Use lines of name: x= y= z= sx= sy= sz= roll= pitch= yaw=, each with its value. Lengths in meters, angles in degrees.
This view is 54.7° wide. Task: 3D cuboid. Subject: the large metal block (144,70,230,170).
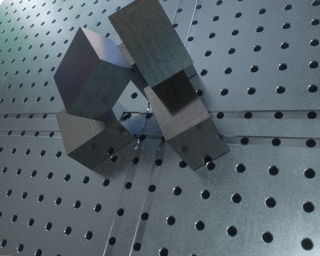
large metal block: x=0.032 y=-0.009 z=0.359 sx=0.050 sy=0.080 sz=0.080 roll=-30 pitch=52 yaw=9

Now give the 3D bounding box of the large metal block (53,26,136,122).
large metal block: x=-0.086 y=-0.068 z=0.393 sx=0.080 sy=0.050 sz=0.080 roll=-53 pitch=47 yaw=23

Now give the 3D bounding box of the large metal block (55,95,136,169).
large metal block: x=-0.092 y=-0.003 z=0.440 sx=0.080 sy=0.050 sz=0.080 roll=-34 pitch=52 yaw=5

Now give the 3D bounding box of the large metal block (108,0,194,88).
large metal block: x=-0.010 y=-0.092 z=0.343 sx=0.050 sy=0.080 sz=0.080 roll=-31 pitch=9 yaw=3

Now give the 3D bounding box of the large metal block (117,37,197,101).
large metal block: x=-0.007 y=-0.091 z=0.429 sx=0.080 sy=0.080 sz=0.050 roll=-36 pitch=52 yaw=4
